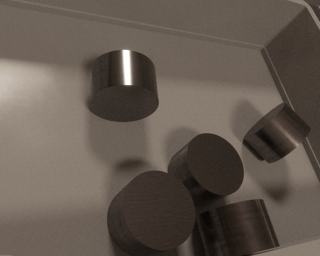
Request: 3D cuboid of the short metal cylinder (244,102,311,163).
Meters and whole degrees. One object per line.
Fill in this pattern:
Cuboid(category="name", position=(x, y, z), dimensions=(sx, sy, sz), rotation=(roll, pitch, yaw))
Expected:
Cuboid(category="short metal cylinder", position=(0.173, 0.007, 0.462), dimensions=(0.050, 0.080, 0.080), rotation=(46, 51, 4))

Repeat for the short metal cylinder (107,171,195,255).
Cuboid(category="short metal cylinder", position=(-0.010, 0.092, 0.330), dimensions=(0.081, 0.050, 0.080), rotation=(14, 56, -21))

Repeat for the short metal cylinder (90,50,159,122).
Cuboid(category="short metal cylinder", position=(-0.044, -0.049, 0.378), dimensions=(0.081, 0.080, 0.050), rotation=(8, 58, -25))

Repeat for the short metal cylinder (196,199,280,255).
Cuboid(category="short metal cylinder", position=(0.085, 0.116, 0.347), dimensions=(0.081, 0.080, 0.050), rotation=(1, 62, -28))

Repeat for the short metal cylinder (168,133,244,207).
Cuboid(category="short metal cylinder", position=(0.057, 0.053, 0.390), dimensions=(0.081, 0.050, 0.080), rotation=(14, 56, -21))
